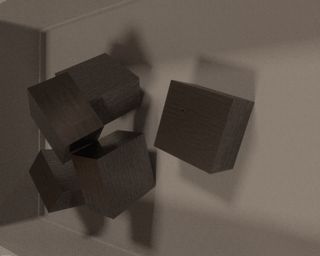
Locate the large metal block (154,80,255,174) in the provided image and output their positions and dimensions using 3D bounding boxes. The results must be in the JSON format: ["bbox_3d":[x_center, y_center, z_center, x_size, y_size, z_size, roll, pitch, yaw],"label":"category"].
[{"bbox_3d":[0.048,-0.004,0.350,0.080,0.050,0.079,24,105,37],"label":"large metal block"}]

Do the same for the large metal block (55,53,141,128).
[{"bbox_3d":[-0.084,-0.052,0.429,0.080,0.081,0.050,40,147,32],"label":"large metal block"}]

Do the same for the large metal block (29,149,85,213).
[{"bbox_3d":[-0.145,0.078,0.487,0.080,0.081,0.050,52,120,27],"label":"large metal block"}]

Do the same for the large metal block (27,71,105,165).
[{"bbox_3d":[-0.119,-0.010,0.387,0.080,0.050,0.080,55,153,7],"label":"large metal block"}]

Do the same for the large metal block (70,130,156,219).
[{"bbox_3d":[-0.057,0.056,0.401,0.050,0.081,0.079,5,115,39],"label":"large metal block"}]
